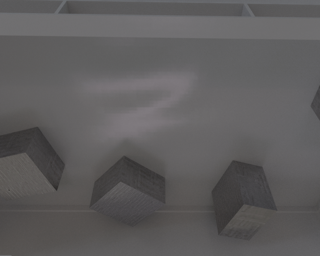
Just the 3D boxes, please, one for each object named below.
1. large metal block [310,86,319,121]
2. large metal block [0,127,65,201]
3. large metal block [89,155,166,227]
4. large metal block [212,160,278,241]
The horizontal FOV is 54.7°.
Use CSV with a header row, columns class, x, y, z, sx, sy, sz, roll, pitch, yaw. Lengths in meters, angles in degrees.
class,x,y,z,sx,sy,sz,roll,pitch,yaw
large metal block,0.237,-0.020,0.358,0.081,0.080,0.050,2,130,-2
large metal block,-0.194,0.052,0.435,0.080,0.050,0.080,-12,129,10
large metal block,-0.049,0.099,0.477,0.080,0.050,0.080,33,123,-25
large metal block,0.122,0.109,0.467,0.050,0.080,0.079,14,129,-11
